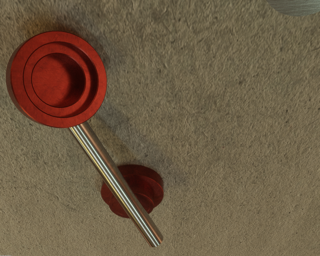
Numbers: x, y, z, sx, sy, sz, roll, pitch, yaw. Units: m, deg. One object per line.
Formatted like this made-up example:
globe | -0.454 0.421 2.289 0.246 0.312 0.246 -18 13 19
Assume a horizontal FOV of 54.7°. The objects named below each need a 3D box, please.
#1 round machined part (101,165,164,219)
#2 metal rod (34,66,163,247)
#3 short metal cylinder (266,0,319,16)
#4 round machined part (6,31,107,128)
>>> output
round machined part | -0.043 0.106 0.486 0.099 0.042 0.097 0 130 0
metal rod | -0.071 0.053 0.412 0.025 0.025 0.299 -21 116 16
short metal cylinder | 0.122 -0.146 0.268 0.081 0.050 0.079 0 130 0
round machined part | -0.110 -0.050 0.329 0.042 0.098 0.098 7 148 52
